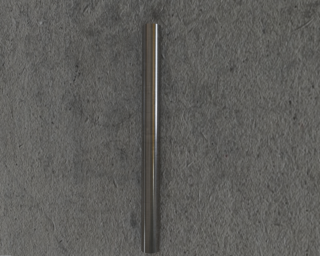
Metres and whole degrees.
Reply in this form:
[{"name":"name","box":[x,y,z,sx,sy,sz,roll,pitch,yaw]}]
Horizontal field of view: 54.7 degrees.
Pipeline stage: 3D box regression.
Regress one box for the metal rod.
[{"name":"metal rod","box":[-0.012,0.014,0.413,0.025,0.025,0.298,0,90,19]}]
